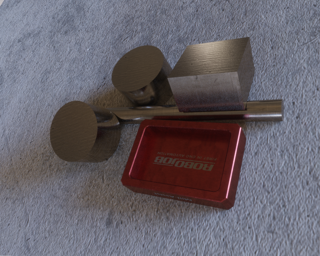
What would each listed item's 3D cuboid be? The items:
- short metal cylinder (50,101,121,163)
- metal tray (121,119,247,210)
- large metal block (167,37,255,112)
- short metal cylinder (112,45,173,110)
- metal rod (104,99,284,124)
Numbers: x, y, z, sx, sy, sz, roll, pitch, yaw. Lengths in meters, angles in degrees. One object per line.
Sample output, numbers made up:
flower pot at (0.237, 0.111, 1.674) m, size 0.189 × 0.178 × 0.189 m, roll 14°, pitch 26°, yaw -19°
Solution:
short metal cylinder at (-0.101, 0.007, 0.423) m, size 0.080 × 0.050 × 0.080 m, roll -4°, pitch 80°, yaw 27°
metal tray at (0.027, 0.038, 0.364) m, size 0.130 × 0.030 × 0.090 m, roll 4°, pitch 63°, yaw 29°
large metal block at (0.066, -0.065, 0.379) m, size 0.080 × 0.050 × 0.080 m, roll -1°, pitch 40°, yaw 28°
short metal cylinder at (-0.021, -0.071, 0.444) m, size 0.080 × 0.050 × 0.080 m, roll -13°, pitch 56°, yaw 20°
metal rod at (0.004, -0.019, 0.416) m, size 0.300 × 0.025 × 0.025 m, roll -1°, pitch 62°, yaw 27°
